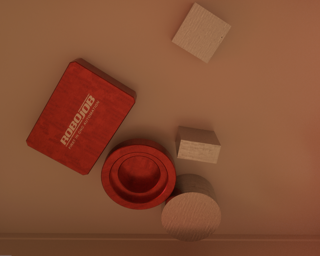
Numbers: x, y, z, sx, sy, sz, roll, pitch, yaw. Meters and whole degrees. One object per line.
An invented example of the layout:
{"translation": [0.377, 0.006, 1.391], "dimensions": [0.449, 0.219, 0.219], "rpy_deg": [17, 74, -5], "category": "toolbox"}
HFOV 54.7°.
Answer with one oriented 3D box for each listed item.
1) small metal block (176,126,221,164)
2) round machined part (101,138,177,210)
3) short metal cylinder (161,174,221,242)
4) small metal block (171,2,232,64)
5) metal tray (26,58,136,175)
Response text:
{"translation": [0.048, 0.021, 0.406], "dimensions": [0.050, 0.050, 0.025], "rpy_deg": [9, 110, -4], "category": "small metal block"}
{"translation": [-0.028, 0.059, 0.424], "dimensions": [0.099, 0.042, 0.097], "rpy_deg": [0, 110, -1], "category": "round machined part"}
{"translation": [0.042, 0.112, 0.440], "dimensions": [0.081, 0.050, 0.079], "rpy_deg": [0, 110, -1], "category": "short metal cylinder"}
{"translation": [0.048, -0.113, 0.370], "dimensions": [0.050, 0.025, 0.050], "rpy_deg": [29, 107, -11], "category": "small metal block"}
{"translation": [-0.101, -0.012, 0.403], "dimensions": [0.090, 0.030, 0.129], "rpy_deg": [32, 107, -12], "category": "metal tray"}
